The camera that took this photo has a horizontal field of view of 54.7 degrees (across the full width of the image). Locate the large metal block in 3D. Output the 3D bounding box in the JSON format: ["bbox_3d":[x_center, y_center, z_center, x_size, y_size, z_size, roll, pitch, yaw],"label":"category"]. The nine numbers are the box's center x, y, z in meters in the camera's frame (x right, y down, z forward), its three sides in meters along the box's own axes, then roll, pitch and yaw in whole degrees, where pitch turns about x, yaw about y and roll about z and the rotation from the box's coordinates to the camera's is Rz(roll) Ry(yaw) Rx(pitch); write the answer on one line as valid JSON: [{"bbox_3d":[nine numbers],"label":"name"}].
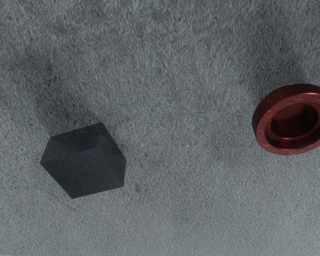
[{"bbox_3d":[-0.102,0.047,0.430,0.080,0.050,0.080,-16,129,13],"label":"large metal block"}]

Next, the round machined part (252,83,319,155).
[{"bbox_3d":[0.164,-0.014,0.386,0.099,0.042,0.097,0,130,0],"label":"round machined part"}]
